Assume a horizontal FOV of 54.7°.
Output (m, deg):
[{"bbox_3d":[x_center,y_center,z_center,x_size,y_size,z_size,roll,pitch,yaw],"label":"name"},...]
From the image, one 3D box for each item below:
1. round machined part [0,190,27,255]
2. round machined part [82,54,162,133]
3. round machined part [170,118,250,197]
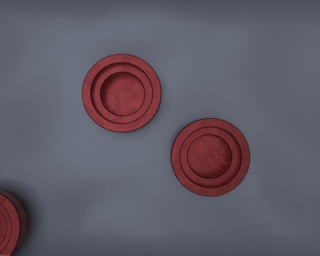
[{"bbox_3d":[-0.219,0.127,0.396,0.099,0.042,0.098,0,80,-2],"label":"round machined part"},{"bbox_3d":[-0.047,-0.043,0.402,0.099,0.042,0.097,0,90,0],"label":"round machined part"},{"bbox_3d":[0.063,0.036,0.403,0.099,0.042,0.097,0,90,0],"label":"round machined part"}]
